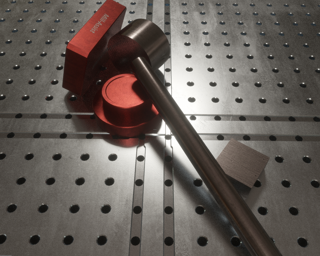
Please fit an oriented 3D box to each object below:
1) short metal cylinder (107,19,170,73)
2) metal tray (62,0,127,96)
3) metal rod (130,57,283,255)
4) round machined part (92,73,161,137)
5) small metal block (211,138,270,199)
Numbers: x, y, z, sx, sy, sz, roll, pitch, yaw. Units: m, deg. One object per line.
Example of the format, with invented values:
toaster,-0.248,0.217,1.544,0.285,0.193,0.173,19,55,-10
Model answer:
short metal cylinder,-0.032,-0.117,0.470,0.080,0.080,0.050,26,55,20
metal tray,-0.097,-0.121,0.462,0.030,0.089,0.130,26,52,-4
metal rod,0.043,0.029,0.352,0.025,0.025,0.299,-23,64,-19
round machined part,-0.044,-0.038,0.428,0.099,0.042,0.098,1,49,0
small metal block,0.094,0.047,0.369,0.050,0.025,0.050,29,56,22
